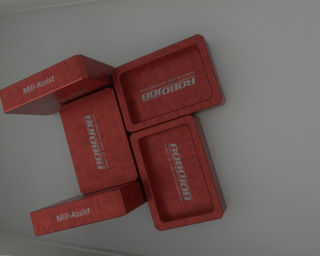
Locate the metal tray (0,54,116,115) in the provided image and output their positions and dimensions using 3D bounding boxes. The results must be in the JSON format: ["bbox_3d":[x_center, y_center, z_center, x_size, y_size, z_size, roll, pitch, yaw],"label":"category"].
[{"bbox_3d":[-0.132,-0.053,0.417,0.130,0.090,0.030,-19,84,18],"label":"metal tray"}]

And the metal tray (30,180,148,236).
[{"bbox_3d":[-0.086,0.100,0.402,0.130,0.090,0.030,-18,84,18],"label":"metal tray"}]

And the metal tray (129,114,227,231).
[{"bbox_3d":[0.022,0.057,0.397,0.090,0.030,0.129,-18,84,18],"label":"metal tray"}]

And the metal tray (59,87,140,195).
[{"bbox_3d":[-0.081,0.019,0.432,0.090,0.030,0.129,-18,84,18],"label":"metal tray"}]

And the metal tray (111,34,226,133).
[{"bbox_3d":[0.009,-0.054,0.402,0.130,0.030,0.090,-18,84,18],"label":"metal tray"}]
